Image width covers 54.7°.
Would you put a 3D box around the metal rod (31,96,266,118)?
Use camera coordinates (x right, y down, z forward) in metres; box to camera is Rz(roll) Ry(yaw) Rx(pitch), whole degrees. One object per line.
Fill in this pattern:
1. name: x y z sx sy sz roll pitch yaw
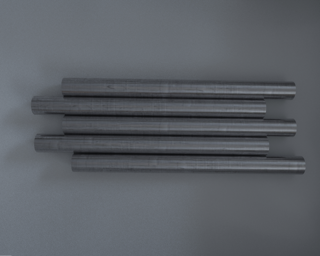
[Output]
1. metal rod: -0.014 -0.028 0.410 0.302 0.025 0.025 1 90 -1

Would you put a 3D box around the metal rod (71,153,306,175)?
1. metal rod: 0.037 0.048 0.411 0.302 0.025 0.025 1 90 -1

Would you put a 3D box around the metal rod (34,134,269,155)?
1. metal rod: -0.010 0.022 0.410 0.302 0.025 0.025 1 90 -1

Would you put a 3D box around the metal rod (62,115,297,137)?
1. metal rod: 0.026 -0.002 0.410 0.302 0.025 0.025 1 90 -1

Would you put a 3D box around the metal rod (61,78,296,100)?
1. metal rod: 0.025 -0.052 0.410 0.302 0.025 0.025 1 90 -1
